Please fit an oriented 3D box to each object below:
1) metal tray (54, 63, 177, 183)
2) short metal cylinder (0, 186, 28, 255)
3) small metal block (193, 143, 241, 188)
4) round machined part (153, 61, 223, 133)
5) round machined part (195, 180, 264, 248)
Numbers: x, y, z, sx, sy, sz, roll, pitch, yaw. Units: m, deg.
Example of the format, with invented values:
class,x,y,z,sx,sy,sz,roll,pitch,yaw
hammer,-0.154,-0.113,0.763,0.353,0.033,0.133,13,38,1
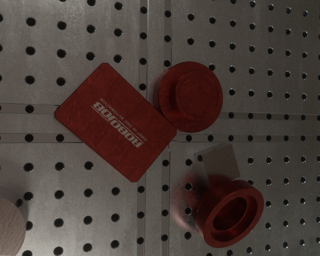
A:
class,x,y,z,sx,sy,sz,roll,pitch,yaw
metal tray,-0.054,-0.006,0.391,0.130,0.030,0.090,43,76,-15
short metal cylinder,-0.186,0.106,0.331,0.081,0.050,0.079,0,90,-21
small metal block,0.082,0.053,0.444,0.050,0.025,0.050,-18,96,-20
round machined part,0.044,-0.042,0.421,0.099,0.042,0.097,0,90,-20
round machined part,0.090,0.112,0.426,0.099,0.042,0.097,-13,120,-23
